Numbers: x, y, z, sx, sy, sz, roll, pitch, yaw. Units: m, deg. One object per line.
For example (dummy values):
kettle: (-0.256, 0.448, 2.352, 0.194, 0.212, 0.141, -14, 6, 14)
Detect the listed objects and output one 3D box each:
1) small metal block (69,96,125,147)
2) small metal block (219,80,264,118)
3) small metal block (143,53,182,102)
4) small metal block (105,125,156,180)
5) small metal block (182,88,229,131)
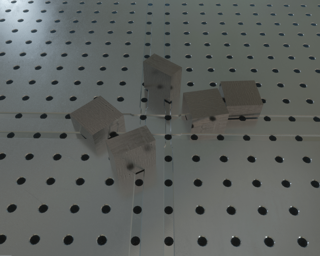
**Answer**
small metal block: (-0.083, -0.010, 0.415, 0.050, 0.025, 0.050, -37, 59, -27)
small metal block: (0.114, -0.042, 0.444, 0.050, 0.025, 0.050, -2, 50, -2)
small metal block: (0.003, -0.073, 0.453, 0.050, 0.050, 0.025, 32, 57, 23)
small metal block: (-0.033, 0.030, 0.366, 0.050, 0.050, 0.025, -22, 54, -17)
small metal block: (0.062, -0.026, 0.431, 0.050, 0.025, 0.050, -8, 51, -8)
